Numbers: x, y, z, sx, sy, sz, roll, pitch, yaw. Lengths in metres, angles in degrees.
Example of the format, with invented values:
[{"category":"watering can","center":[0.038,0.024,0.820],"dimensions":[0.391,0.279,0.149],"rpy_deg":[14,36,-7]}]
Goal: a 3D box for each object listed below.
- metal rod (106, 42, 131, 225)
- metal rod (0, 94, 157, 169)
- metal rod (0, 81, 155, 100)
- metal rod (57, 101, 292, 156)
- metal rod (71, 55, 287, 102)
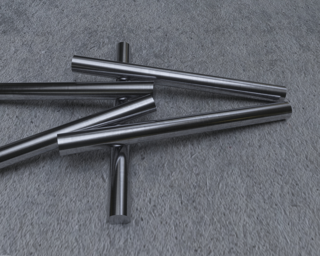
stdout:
[{"category":"metal rod","center":[-0.052,-0.019,0.419],"dimensions":[0.025,0.025,0.300],"rpy_deg":[-2,50,-2]},{"category":"metal rod","center":[-0.148,0.021,0.367],"dimensions":[0.302,0.025,0.025],"rpy_deg":[-21,53,-10]},{"category":"metal rod","center":[-0.157,-0.051,0.427],"dimensions":[0.302,0.025,0.025],"rpy_deg":[1,50,7]},{"category":"metal rod","center":[0.031,-0.003,0.387],"dimensions":[0.302,0.025,0.025],"rpy_deg":[-9,50,-16]},{"category":"metal rod","center":[0.028,-0.070,0.442],"dimensions":[0.302,0.025,0.025],"rpy_deg":[8,50,-2]}]
